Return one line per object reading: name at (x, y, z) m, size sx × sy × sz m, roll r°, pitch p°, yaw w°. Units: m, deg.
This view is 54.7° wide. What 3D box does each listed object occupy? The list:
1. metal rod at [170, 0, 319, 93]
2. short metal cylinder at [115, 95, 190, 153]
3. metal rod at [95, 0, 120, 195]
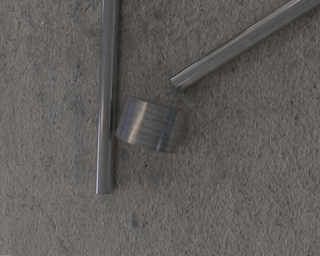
metal rod at (0.143, -0.130, 0.358) m, size 0.300 × 0.025 × 0.025 m, roll -31°, pitch 80°, yaw 17°
short metal cylinder at (-0.009, -0.006, 0.383) m, size 0.080 × 0.080 × 0.050 m, roll 18°, pitch 96°, yaw 19°
metal rod at (-0.073, -0.058, 0.434) m, size 0.025 × 0.025 × 0.298 m, roll 2°, pitch 91°, yaw 20°
